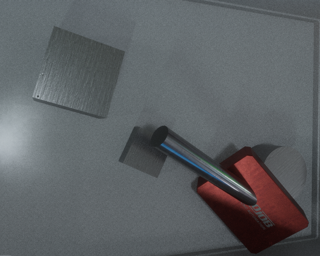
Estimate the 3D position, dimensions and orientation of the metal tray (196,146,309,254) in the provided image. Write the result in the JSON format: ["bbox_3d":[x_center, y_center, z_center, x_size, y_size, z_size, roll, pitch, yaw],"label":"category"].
[{"bbox_3d":[0.124,0.100,0.424,0.090,0.030,0.130,-38,98,19],"label":"metal tray"}]

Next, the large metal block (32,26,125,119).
[{"bbox_3d":[-0.095,-0.060,0.362,0.081,0.050,0.080,16,85,-20],"label":"large metal block"}]

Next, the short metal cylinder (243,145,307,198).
[{"bbox_3d":[0.168,0.066,0.461,0.081,0.050,0.079,0,90,-21],"label":"short metal cylinder"}]

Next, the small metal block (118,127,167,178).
[{"bbox_3d":[-0.019,0.031,0.405,0.050,0.025,0.050,27,81,-19],"label":"small metal block"}]

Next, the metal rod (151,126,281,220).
[{"bbox_3d":[0.103,0.080,0.402,0.301,0.025,0.025,35,78,-33],"label":"metal rod"}]
